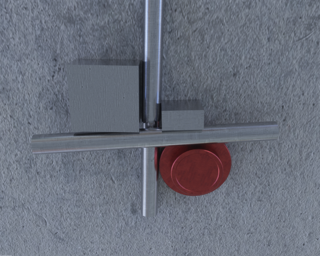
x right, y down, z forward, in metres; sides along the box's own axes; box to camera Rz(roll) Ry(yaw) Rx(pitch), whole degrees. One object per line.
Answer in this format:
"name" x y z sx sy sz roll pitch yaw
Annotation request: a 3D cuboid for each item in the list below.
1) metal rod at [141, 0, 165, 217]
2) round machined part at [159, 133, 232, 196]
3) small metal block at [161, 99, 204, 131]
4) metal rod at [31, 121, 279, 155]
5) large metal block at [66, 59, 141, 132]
"metal rod" -0.011 -0.016 0.405 0.025 0.025 0.298 1 110 -1
"round machined part" 0.048 0.052 0.421 0.099 0.042 0.097 0 110 -1
"small metal block" 0.027 -0.018 0.392 0.050 0.050 0.025 -1 110 0
"metal rod" -0.003 0.012 0.389 0.302 0.025 0.025 -3 110 -4
"large metal block" -0.065 -0.041 0.381 0.081 0.050 0.079 1 110 -1
